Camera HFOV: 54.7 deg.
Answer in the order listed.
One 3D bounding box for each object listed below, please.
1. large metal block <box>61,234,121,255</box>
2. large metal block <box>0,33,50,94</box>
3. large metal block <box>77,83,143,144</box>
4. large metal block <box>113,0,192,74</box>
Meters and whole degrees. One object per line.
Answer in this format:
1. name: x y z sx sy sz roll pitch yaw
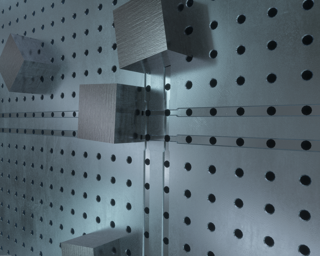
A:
1. large metal block: -0.105 0.214 0.477 0.080 0.050 0.080 -10 84 39
2. large metal block: -0.273 -0.126 0.614 0.080 0.050 0.080 -49 61 28
3. large metal block: -0.073 -0.022 0.451 0.080 0.050 0.079 5 93 39
4. large metal block: -0.011 -0.123 0.400 0.080 0.050 0.080 -12 83 39
